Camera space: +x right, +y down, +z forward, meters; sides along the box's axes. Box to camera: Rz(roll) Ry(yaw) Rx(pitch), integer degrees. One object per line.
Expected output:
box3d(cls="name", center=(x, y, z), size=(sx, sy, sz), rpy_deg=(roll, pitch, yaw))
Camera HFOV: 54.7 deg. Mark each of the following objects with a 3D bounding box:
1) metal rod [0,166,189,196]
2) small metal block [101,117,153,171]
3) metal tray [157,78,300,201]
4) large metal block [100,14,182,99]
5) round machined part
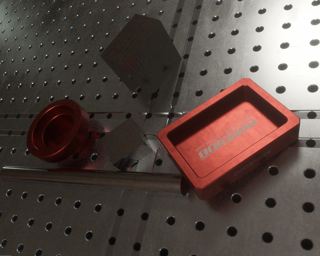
box3d(cls="metal rod", center=(-0.106, 0.068, 0.419), size=(0.301, 0.025, 0.025), rpy_deg=(-1, 61, 27))
box3d(cls="small metal block", center=(-0.045, 0.022, 0.417), size=(0.050, 0.025, 0.050), rpy_deg=(-36, 51, 4))
box3d(cls="metal tray", center=(0.074, 0.008, 0.346), size=(0.131, 0.030, 0.090), rpy_deg=(-32, 51, -6))
box3d(cls="large metal block", center=(-0.024, -0.102, 0.447), size=(0.050, 0.080, 0.080), rpy_deg=(30, 78, 37))
box3d(cls="round machined part", center=(-0.147, 0.008, 0.467), size=(0.098, 0.042, 0.098), rpy_deg=(-13, 56, 20))
